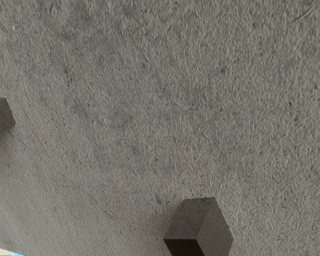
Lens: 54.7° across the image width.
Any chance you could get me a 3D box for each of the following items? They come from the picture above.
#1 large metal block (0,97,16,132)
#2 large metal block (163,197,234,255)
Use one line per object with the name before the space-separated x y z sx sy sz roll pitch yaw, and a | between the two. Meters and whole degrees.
large metal block | -0.314 -0.015 0.528 0.080 0.080 0.050 7 121 25
large metal block | 0.058 0.157 0.438 0.050 0.080 0.080 -14 111 34
